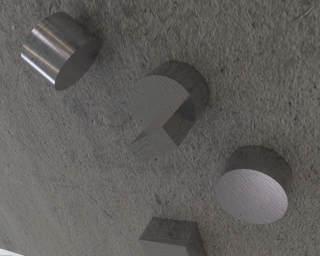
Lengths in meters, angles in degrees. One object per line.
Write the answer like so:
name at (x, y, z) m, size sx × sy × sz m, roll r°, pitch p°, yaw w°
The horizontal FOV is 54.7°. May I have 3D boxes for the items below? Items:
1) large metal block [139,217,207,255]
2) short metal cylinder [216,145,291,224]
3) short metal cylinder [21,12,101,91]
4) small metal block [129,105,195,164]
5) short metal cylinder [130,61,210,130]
large metal block at (0.023, 0.195, 0.500) m, size 0.080 × 0.050 × 0.080 m, roll -3°, pitch 117°, yaw 29°
short metal cylinder at (0.113, 0.068, 0.373) m, size 0.080 × 0.050 × 0.079 m, roll 13°, pitch 124°, yaw 21°
short metal cylinder at (-0.118, -0.092, 0.377) m, size 0.050 × 0.080 × 0.080 m, roll 40°, pitch 129°, yaw 0°
small metal block at (0.003, 0.006, 0.328) m, size 0.050 × 0.050 × 0.025 m, roll -30°, pitch 102°, yaw 38°
short metal cylinder at (0.012, -0.033, 0.364) m, size 0.080 × 0.050 × 0.079 m, roll 13°, pitch 124°, yaw 21°
